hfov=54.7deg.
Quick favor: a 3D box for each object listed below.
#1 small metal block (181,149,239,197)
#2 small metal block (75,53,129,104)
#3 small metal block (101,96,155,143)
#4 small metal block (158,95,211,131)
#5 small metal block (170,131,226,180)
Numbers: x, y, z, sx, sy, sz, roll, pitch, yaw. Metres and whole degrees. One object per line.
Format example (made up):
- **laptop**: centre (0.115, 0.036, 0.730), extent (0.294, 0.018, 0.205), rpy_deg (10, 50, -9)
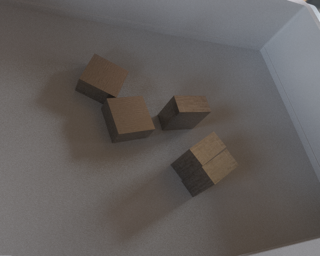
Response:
- **small metal block**: centre (0.063, 0.057, 0.390), extent (0.050, 0.050, 0.025), rpy_deg (-28, 77, -37)
- **small metal block**: centre (-0.075, -0.062, 0.404), extent (0.050, 0.025, 0.050), rpy_deg (27, 52, -12)
- **small metal block**: centre (-0.041, -0.012, 0.392), extent (0.050, 0.025, 0.050), rpy_deg (-8, 66, -32)
- **small metal block**: centre (0.032, -0.020, 0.421), extent (0.050, 0.050, 0.025), rpy_deg (-3, 63, -30)
- **small metal block**: centre (0.049, 0.036, 0.396), extent (0.050, 0.050, 0.025), rpy_deg (-31, 79, -38)
